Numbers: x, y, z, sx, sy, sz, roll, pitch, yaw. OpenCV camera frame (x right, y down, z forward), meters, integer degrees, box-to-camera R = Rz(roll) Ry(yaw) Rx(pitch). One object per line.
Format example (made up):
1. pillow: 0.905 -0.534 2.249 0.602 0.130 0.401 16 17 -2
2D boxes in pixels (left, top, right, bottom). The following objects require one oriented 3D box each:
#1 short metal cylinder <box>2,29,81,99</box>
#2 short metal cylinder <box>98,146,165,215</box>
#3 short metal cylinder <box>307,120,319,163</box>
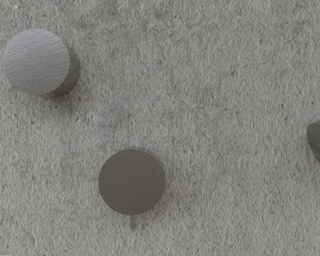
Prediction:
1. short metal cylinder: -0.148 -0.079 0.396 0.081 0.050 0.080 0 90 0
2. short metal cylinder: -0.034 0.065 0.397 0.081 0.050 0.080 0 90 0
3. short metal cylinder: 0.230 0.019 0.384 0.050 0.080 0.080 -26 90 0
